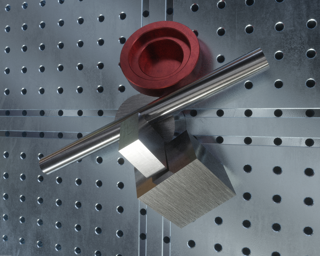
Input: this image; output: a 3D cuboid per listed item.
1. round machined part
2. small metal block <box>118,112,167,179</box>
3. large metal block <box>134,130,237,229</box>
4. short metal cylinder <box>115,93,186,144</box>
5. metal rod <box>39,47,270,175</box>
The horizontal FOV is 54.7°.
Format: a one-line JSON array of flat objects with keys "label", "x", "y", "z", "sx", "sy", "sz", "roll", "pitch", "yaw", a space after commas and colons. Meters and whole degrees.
[{"label": "round machined part", "x": 0.003, "y": -0.082, "z": 0.389, "sx": 0.098, "sy": 0.042, "sz": 0.098, "roll": -5, "pitch": 67, "yaw": 11}, {"label": "small metal block", "x": -0.019, "y": 0.019, "z": 0.340, "sx": 0.025, "sy": 0.050, "sz": 0.050, "roll": -31, "pitch": 122, "yaw": 17}, {"label": "large metal block", "x": 0.028, "y": 0.062, "z": 0.364, "sx": 0.080, "sy": 0.050, "sz": 0.080, "roll": -37, "pitch": 123, "yaw": 16}, {"label": "short metal cylinder", "x": -0.012, "y": -0.003, "z": 0.402, "sx": 0.080, "sy": 0.050, "sz": 0.079, "roll": 0, "pitch": 90, "yaw": 19}, {"label": "metal rod", "x": -0.021, "y": -0.011, "z": 0.365, "sx": 0.300, "sy": 0.025, "sz": 0.025, "roll": -25, "pitch": 82, "yaw": 17}]
